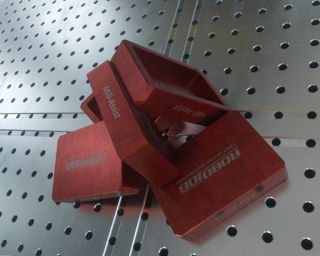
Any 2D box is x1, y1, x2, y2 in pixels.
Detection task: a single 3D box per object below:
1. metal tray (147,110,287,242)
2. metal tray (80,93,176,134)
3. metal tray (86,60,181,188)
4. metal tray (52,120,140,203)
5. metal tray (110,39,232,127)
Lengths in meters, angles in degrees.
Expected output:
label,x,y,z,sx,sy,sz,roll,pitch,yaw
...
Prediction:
label,x,y,z,sx,sy,sz,roll,pitch,yaw
metal tray,0.058,0.050,0.342,0.130,0.030,0.090,-35,51,4
metal tray,-0.048,-0.025,0.443,0.090,0.030,0.130,-45,51,-4
metal tray,-0.030,-0.006,0.345,0.030,0.090,0.130,-33,52,6
metal tray,-0.082,0.043,0.389,0.130,0.030,0.090,-17,65,36
metal tray,0.016,-0.049,0.362,0.030,0.131,0.090,-53,46,28
